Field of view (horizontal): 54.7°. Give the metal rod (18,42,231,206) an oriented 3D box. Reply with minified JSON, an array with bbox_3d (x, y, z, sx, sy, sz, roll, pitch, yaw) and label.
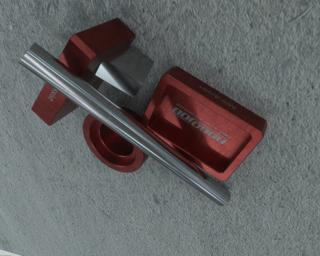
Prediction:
[{"bbox_3d":[-0.019,0.013,0.356,0.301,0.025,0.025,38,133,-27],"label":"metal rod"}]

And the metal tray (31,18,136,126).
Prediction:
[{"bbox_3d":[-0.092,-0.066,0.371,0.030,0.090,0.129,45,129,-3],"label":"metal tray"}]

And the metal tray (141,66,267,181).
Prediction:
[{"bbox_3d":[0.048,-0.004,0.376,0.130,0.030,0.089,33,129,6],"label":"metal tray"}]

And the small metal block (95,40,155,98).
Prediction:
[{"bbox_3d":[-0.039,-0.070,0.362,0.050,0.050,0.025,31,132,-10],"label":"small metal block"}]

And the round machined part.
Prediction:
[{"bbox_3d":[-0.054,0.010,0.426,0.098,0.042,0.097,18,131,23],"label":"round machined part"}]
